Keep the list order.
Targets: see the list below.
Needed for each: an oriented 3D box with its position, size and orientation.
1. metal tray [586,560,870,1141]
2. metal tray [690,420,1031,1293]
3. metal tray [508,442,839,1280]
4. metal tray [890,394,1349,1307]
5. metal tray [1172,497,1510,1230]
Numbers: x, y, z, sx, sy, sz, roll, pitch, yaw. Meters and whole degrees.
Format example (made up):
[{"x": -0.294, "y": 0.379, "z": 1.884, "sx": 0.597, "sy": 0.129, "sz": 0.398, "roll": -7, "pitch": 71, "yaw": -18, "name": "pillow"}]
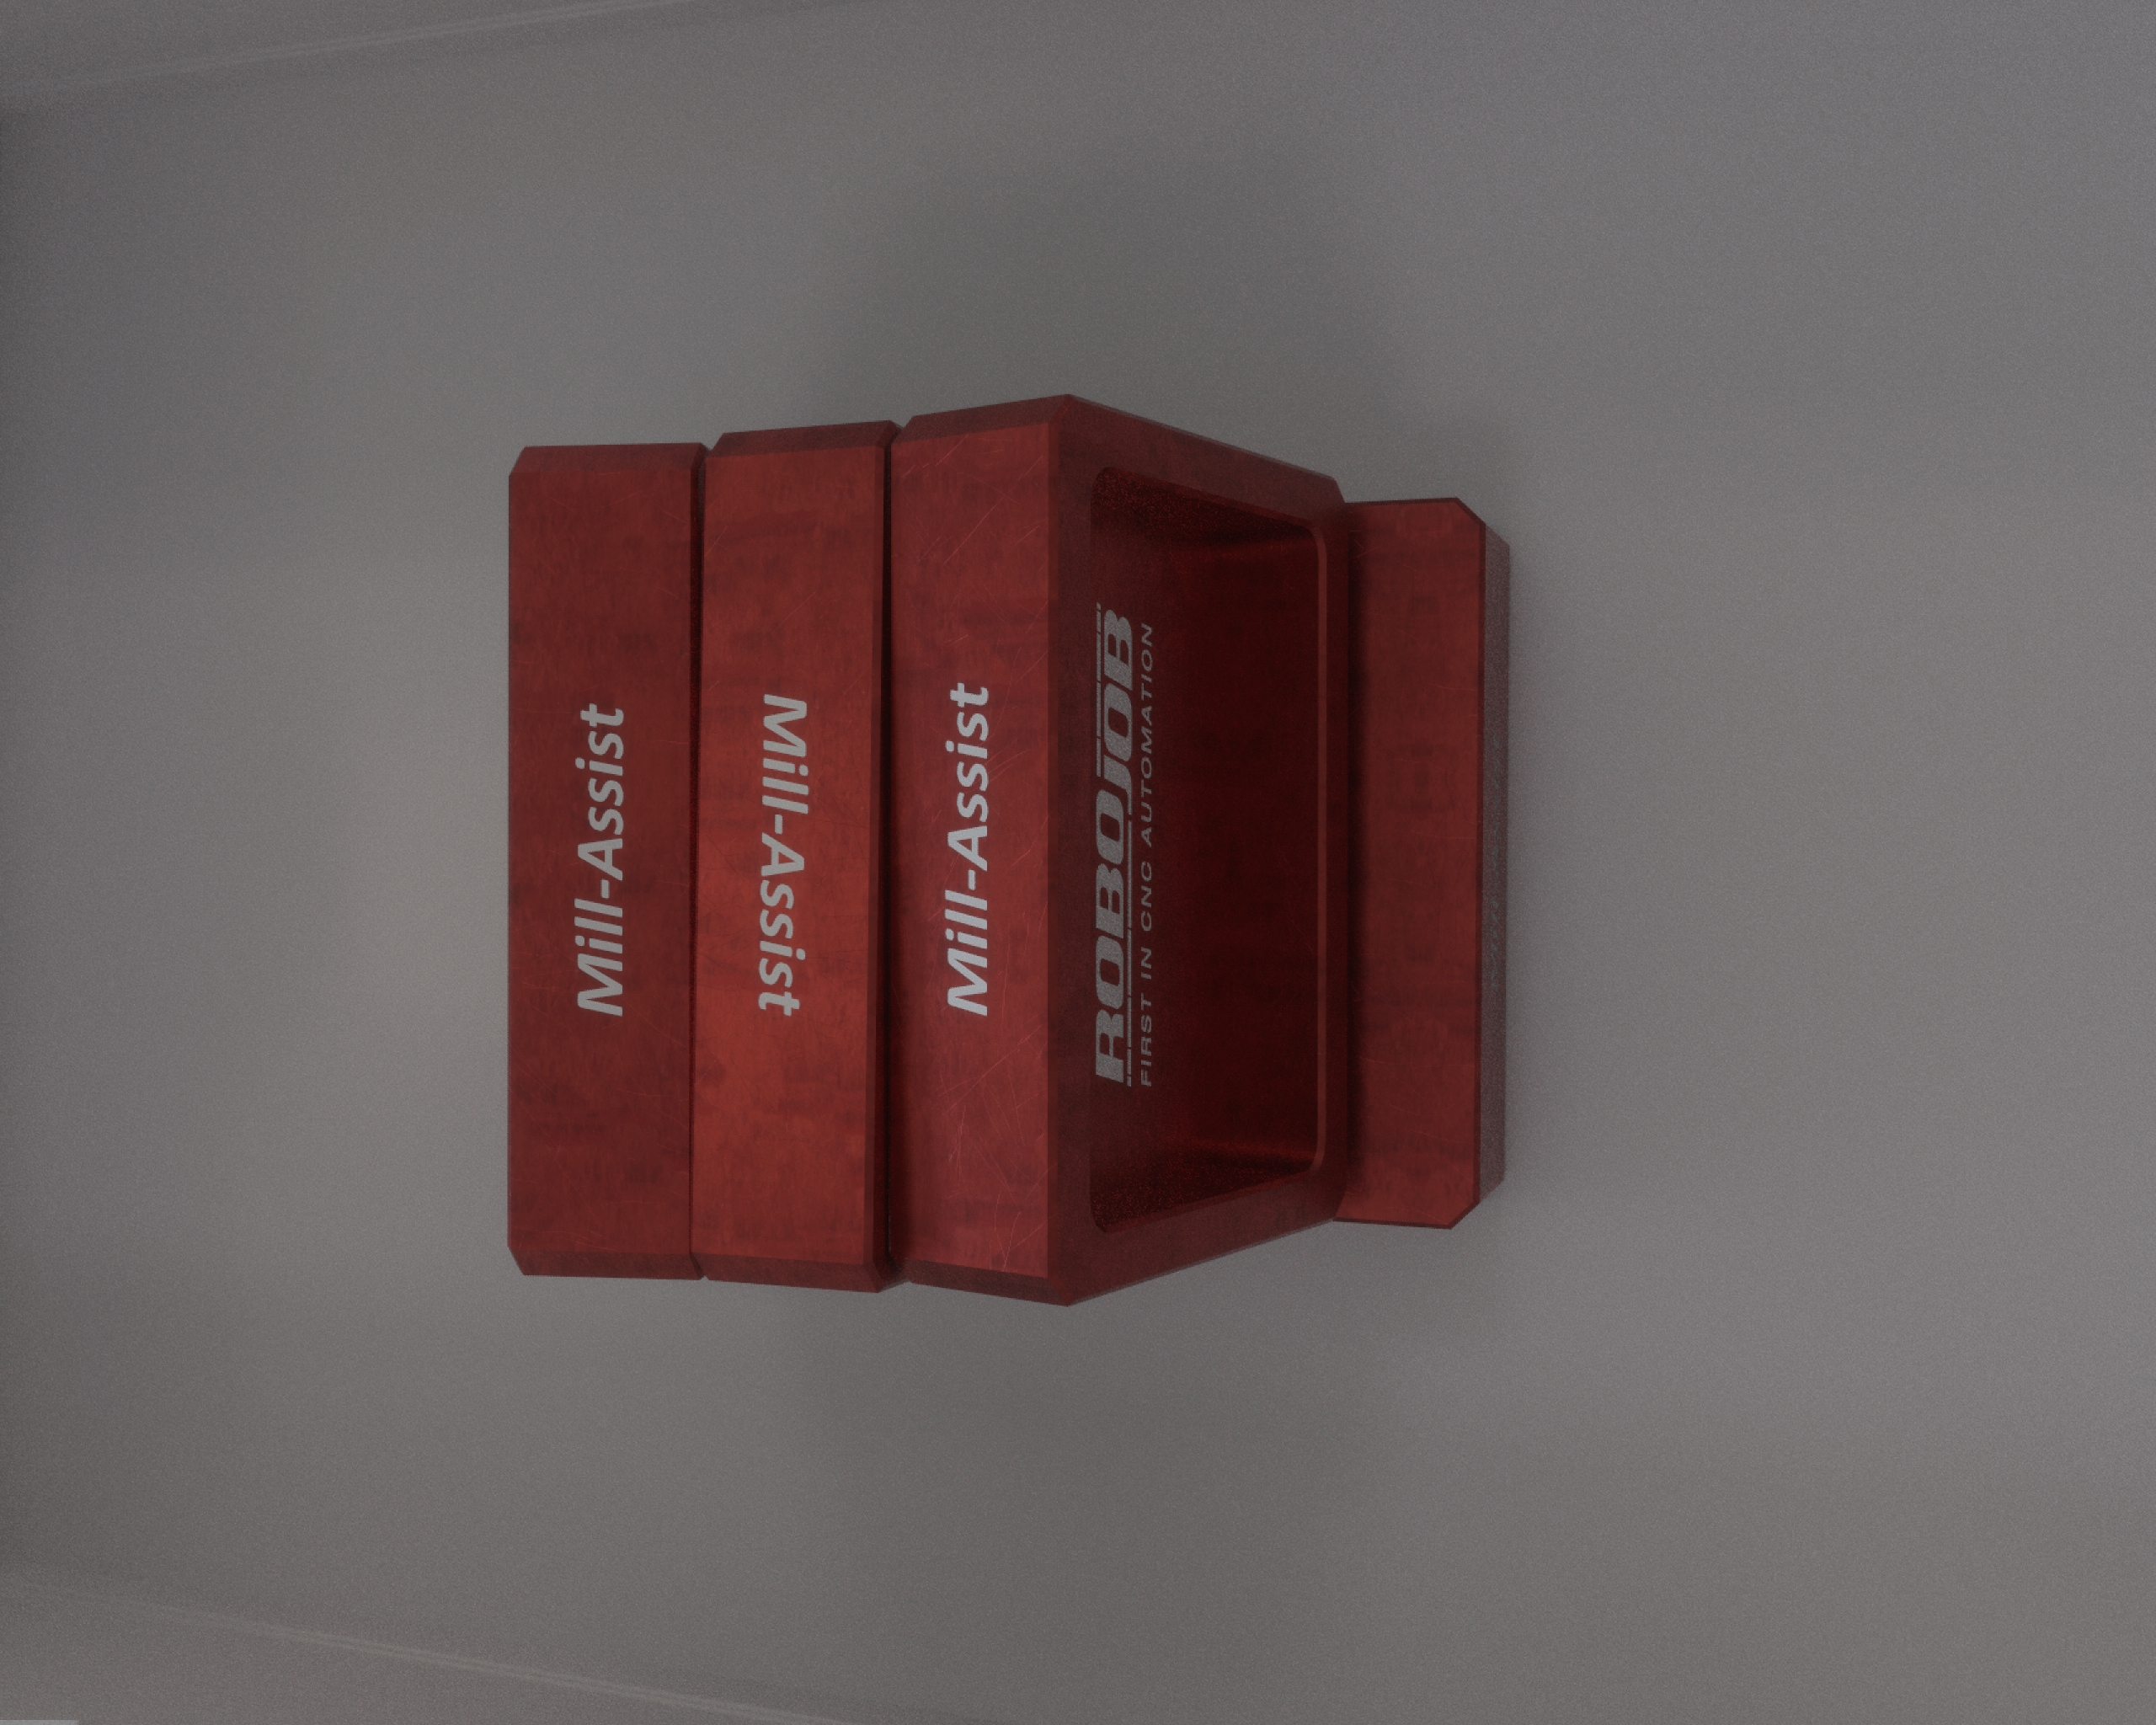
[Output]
[{"x": -0.053, "y": -0.002, "z": 0.424, "sx": 0.090, "sy": 0.030, "sz": 0.129, "roll": 1, "pitch": 90, "yaw": 20, "name": "metal tray"}, {"x": -0.028, "y": 0.000, "z": 0.351, "sx": 0.030, "sy": 0.090, "sz": 0.129, "roll": 0, "pitch": 88, "yaw": 20, "name": "metal tray"}, {"x": -0.067, "y": 0.000, "z": 0.363, "sx": 0.030, "sy": 0.090, "sz": 0.129, "roll": 0, "pitch": 90, "yaw": 7, "name": "metal tray"}, {"x": 0.010, "y": -0.002, "z": 0.336, "sx": 0.030, "sy": 0.091, "sz": 0.129, "roll": 0, "pitch": 90, "yaw": 34, "name": "metal tray"}, {"x": 0.033, "y": 0.000, "z": 0.394, "sx": 0.090, "sy": 0.030, "sz": 0.129, "roll": 1, "pitch": 90, "yaw": 20, "name": "metal tray"}]
